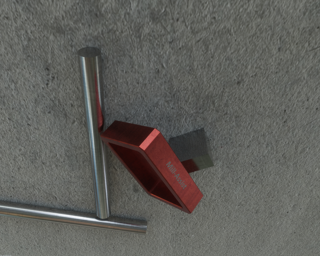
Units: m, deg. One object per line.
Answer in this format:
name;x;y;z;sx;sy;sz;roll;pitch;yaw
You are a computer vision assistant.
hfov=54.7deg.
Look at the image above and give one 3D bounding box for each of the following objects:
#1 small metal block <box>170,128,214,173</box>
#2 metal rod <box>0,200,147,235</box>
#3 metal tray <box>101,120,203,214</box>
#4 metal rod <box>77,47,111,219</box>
small metal block;0.042;0.032;0.419;0.050;0.050;0.025;-18;128;14
metal rod;-0.172;0.152;0.533;0.302;0.025;0.025;11;129;-10
metal tray;-0.010;0.050;0.400;0.090;0.030;0.130;11;143;48
metal rod;-0.086;0.031;0.432;0.025;0.025;0.298;2;130;-3
